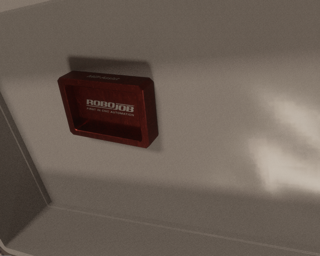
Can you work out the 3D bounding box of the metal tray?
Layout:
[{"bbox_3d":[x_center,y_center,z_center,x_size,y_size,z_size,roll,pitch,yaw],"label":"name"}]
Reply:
[{"bbox_3d":[-0.071,-0.027,0.424,0.130,0.030,0.089,9,122,23],"label":"metal tray"}]
